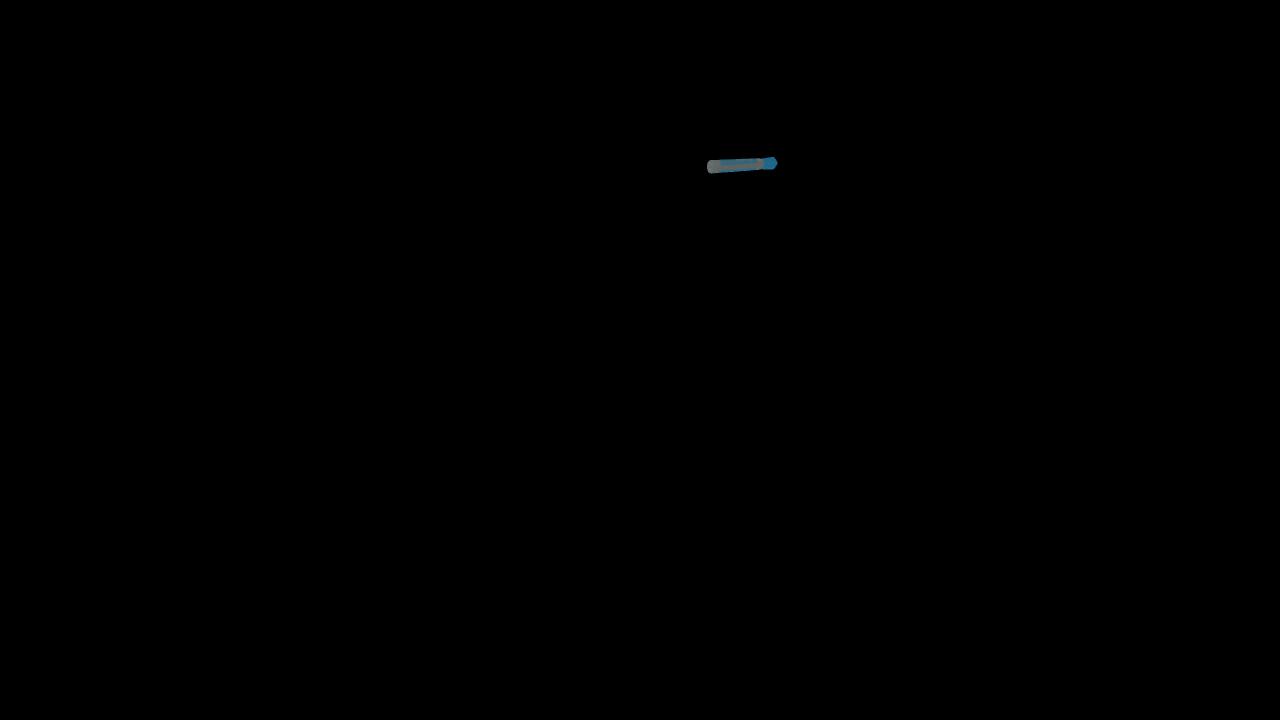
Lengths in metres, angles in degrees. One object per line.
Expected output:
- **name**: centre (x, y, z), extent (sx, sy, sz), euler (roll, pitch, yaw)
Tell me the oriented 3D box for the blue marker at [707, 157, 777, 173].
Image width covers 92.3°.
- **blue marker**: centre (0.157, -0.295, 0.930), extent (0.121, 0.020, 0.020), euler (-11, 5, -24)
